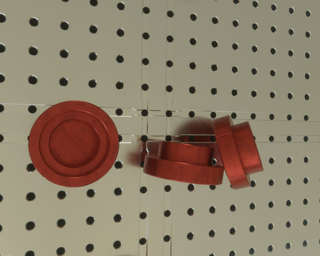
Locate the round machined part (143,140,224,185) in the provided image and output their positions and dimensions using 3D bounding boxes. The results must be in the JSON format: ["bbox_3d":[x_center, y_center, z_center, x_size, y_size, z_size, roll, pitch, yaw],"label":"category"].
[{"bbox_3d":[0.031,0.040,0.385,0.099,0.098,0.042,9,87,-20],"label":"round machined part"}]

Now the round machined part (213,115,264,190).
[{"bbox_3d":[0.106,0.029,0.410,0.042,0.098,0.098,-17,97,17],"label":"round machined part"}]

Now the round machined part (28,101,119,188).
[{"bbox_3d":[-0.101,0.018,0.366,0.099,0.042,0.097,0,90,-20],"label":"round machined part"}]
